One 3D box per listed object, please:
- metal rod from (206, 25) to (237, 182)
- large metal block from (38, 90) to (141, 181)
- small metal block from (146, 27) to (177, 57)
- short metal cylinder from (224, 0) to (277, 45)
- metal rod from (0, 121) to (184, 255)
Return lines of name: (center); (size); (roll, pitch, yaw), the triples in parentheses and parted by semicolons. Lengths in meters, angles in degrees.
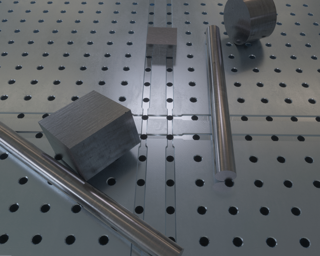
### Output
metal rod: (0.085, -0.058, 0.457); (0.025, 0.025, 0.300); (3, 50, 2)
large metal block: (-0.084, 0.005, 0.373); (0.080, 0.050, 0.080); (-36, 43, -26)
small metal block: (0.004, -0.148, 0.532); (0.050, 0.025, 0.050); (2, 50, 2)
short metal cylinder: (0.153, -0.189, 0.532); (0.050, 0.080, 0.080); (-18, 53, -15)
metal rod: (-0.106, 0.061, 0.355); (0.300, 0.025, 0.025); (28, 56, 22)
